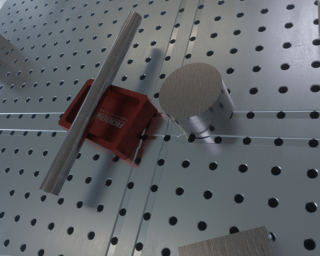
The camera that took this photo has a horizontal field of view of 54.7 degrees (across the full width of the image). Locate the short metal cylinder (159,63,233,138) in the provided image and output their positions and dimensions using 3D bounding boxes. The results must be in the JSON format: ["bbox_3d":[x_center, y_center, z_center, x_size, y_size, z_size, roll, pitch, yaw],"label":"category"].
[{"bbox_3d":[0.046,-0.035,0.390,0.080,0.050,0.080,-13,56,21],"label":"short metal cylinder"}]

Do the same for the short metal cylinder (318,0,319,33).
[{"bbox_3d":[0.229,-0.143,0.360,0.080,0.050,0.080,-13,56,21],"label":"short metal cylinder"}]

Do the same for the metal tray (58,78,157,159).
[{"bbox_3d":[-0.080,-0.018,0.458,0.130,0.030,0.090,20,72,35],"label":"metal tray"}]

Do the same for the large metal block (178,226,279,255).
[{"bbox_3d":[0.068,0.140,0.270,0.080,0.050,0.080,-20,54,16],"label":"large metal block"}]

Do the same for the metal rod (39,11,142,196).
[{"bbox_3d":[-0.091,-0.048,0.446,0.025,0.025,0.300,8,65,31],"label":"metal rod"}]

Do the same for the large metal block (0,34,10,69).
[{"bbox_3d":[-0.387,-0.181,0.688,0.050,0.080,0.080,-25,53,13],"label":"large metal block"}]
